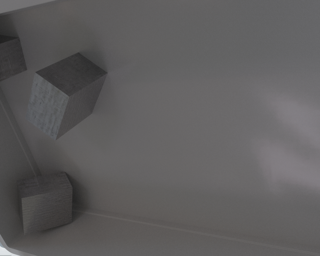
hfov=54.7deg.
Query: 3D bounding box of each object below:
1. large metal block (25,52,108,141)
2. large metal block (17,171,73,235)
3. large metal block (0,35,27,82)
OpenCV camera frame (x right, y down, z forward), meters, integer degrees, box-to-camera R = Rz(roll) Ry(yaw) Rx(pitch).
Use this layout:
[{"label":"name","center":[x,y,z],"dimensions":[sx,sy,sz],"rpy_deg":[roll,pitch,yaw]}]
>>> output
[{"label":"large metal block","center":[-0.124,-0.043,0.412],"dimensions":[0.050,0.080,0.079],"rpy_deg":[36,129,4]},{"label":"large metal block","center":[-0.202,0.130,0.545],"dimensions":[0.050,0.081,0.079],"rpy_deg":[42,131,48]},{"label":"large metal block","center":[-0.258,-0.100,0.448],"dimensions":[0.080,0.080,0.050],"rpy_deg":[13,124,21]}]
